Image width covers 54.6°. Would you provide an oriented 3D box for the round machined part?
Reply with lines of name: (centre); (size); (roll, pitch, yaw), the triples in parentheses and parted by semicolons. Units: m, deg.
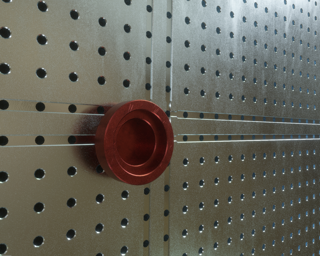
round machined part: (-0.033, 0.016, 0.369); (0.099, 0.042, 0.097); (0, 90, -40)
